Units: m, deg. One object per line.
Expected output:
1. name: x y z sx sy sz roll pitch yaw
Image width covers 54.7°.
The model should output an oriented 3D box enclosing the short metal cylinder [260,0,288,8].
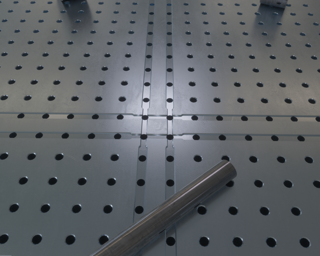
1. short metal cylinder: 0.235 -0.283 0.611 0.050 0.080 0.080 19 53 15

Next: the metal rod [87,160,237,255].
1. metal rod: -0.038 0.118 0.307 0.302 0.025 0.025 -30 56 -23
